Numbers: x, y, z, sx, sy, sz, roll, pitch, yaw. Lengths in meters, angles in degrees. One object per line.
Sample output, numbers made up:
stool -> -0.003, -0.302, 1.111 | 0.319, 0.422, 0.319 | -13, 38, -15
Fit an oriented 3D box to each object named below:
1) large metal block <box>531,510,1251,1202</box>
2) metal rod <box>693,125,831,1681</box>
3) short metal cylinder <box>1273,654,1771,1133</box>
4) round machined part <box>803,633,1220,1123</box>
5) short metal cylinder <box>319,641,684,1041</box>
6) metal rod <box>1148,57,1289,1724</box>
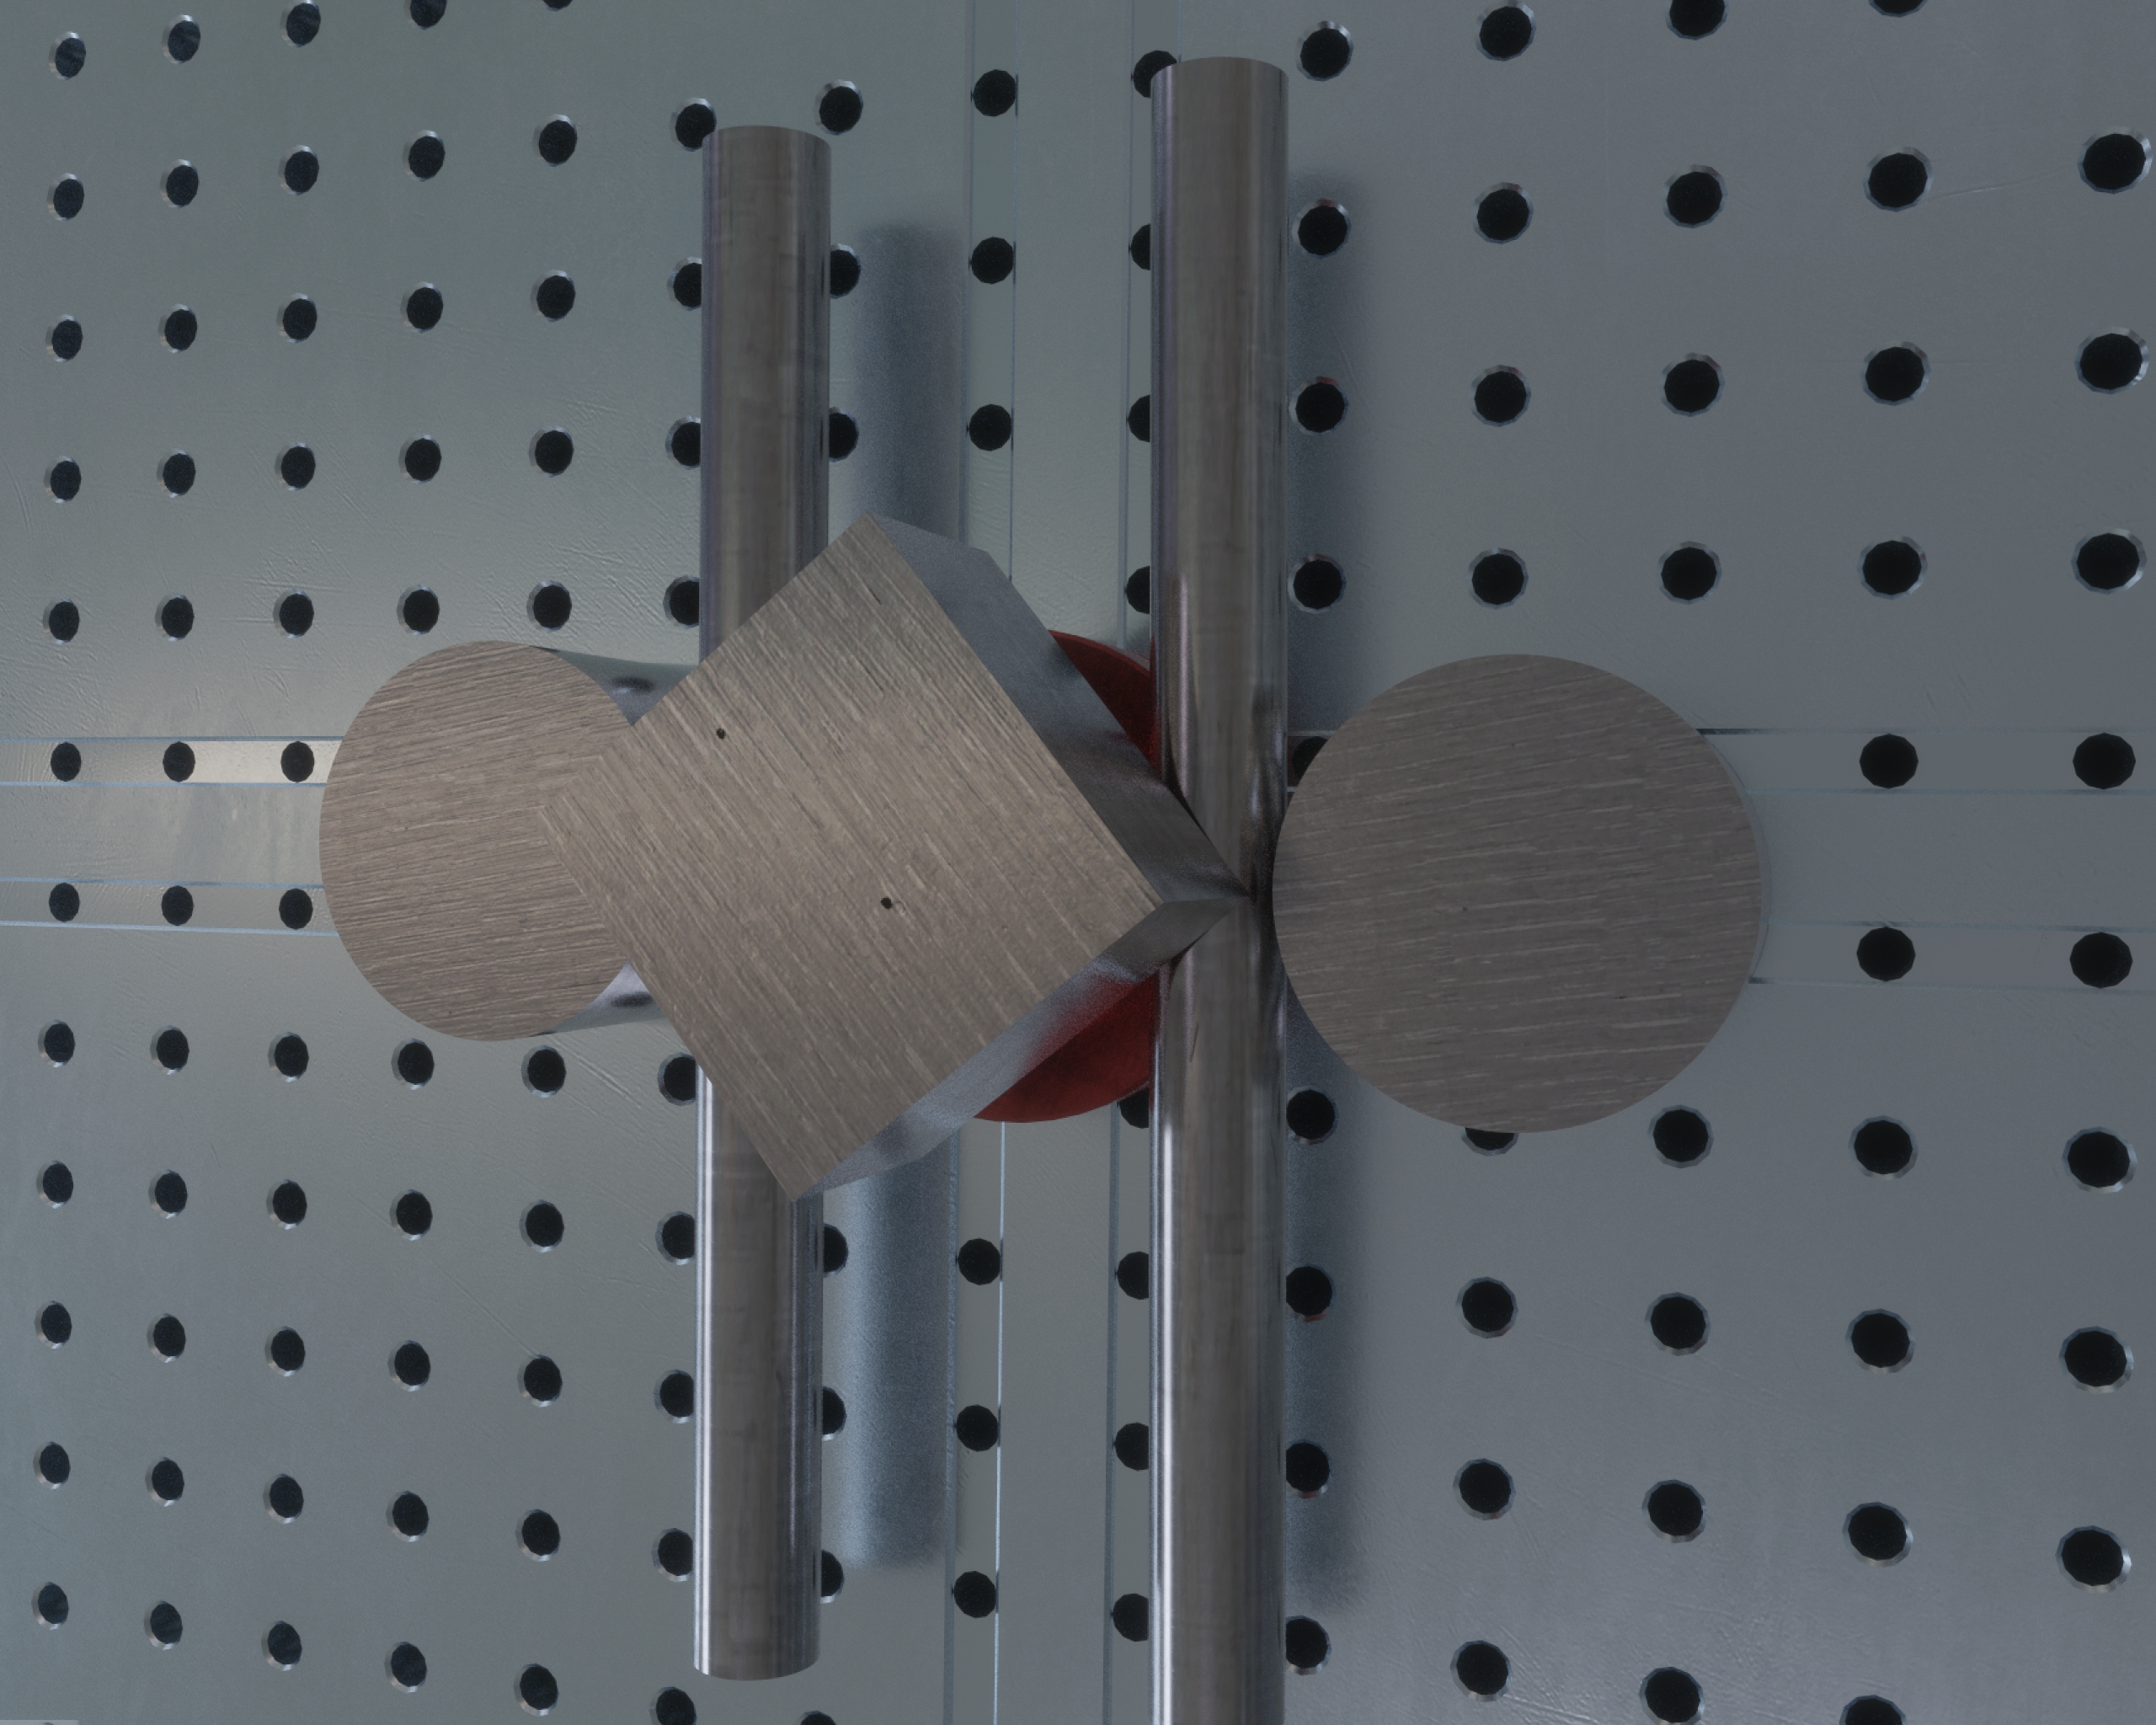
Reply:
large metal block -> -0.031, -0.001, 0.360 | 0.080, 0.050, 0.080 | -40, 78, 15
metal rod -> -0.062, 0.008, 0.412 | 0.025, 0.025, 0.298 | 0, 90, 20
short metal cylinder -> 0.080, 0.005, 0.370 | 0.080, 0.050, 0.080 | 0, 90, 20
round machined part -> -0.014, 0.003, 0.409 | 0.098, 0.042, 0.097 | 0, 90, 20
short metal cylinder -> -0.109, -0.004, 0.438 | 0.080, 0.050, 0.080 | 0, 90, 20
metal rod -> 0.026, 0.007, 0.381 | 0.025, 0.025, 0.298 | 0, 90, 20
